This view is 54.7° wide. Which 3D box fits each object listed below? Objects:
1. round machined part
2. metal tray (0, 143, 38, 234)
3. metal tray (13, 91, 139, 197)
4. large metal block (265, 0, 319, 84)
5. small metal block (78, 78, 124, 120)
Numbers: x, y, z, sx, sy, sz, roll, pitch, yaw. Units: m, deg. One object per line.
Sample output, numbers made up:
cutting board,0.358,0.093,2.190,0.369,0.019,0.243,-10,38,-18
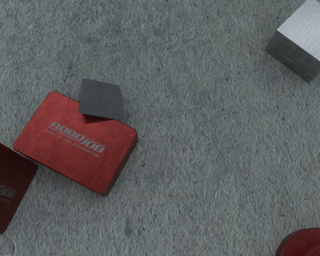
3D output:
round machined part,0.183,0.161,0.342,0.099,0.042,0.098,0,70,-1
metal tray,-0.186,0.062,0.327,0.030,0.130,0.090,20,71,7
metal tray,-0.105,0.019,0.397,0.130,0.030,0.090,25,72,8
large metal block,0.215,-0.125,0.443,0.080,0.050,0.080,43,75,13
small metal block,-0.077,-0.038,0.400,0.050,0.025,0.050,10,30,-20
